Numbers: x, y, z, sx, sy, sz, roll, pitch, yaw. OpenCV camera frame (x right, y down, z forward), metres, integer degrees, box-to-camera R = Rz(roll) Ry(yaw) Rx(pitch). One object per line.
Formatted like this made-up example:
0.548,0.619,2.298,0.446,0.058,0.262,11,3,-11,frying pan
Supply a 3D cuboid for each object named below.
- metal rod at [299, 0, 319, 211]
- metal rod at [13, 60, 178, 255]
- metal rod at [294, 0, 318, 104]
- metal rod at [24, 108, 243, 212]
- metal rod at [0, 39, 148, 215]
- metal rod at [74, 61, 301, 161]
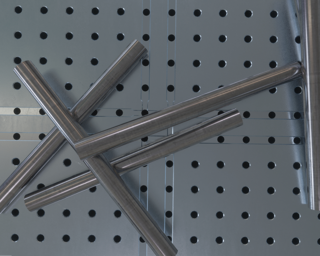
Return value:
0.197,-0.042,0.399,0.025,0.025,0.298,-5,96,0,metal rod
-0.079,0.042,0.386,0.025,0.025,0.300,-38,90,0,metal rod
0.218,-0.049,0.414,0.025,0.025,0.299,-12,90,0,metal rod
-0.034,0.042,0.413,0.301,0.025,0.025,-22,90,0,metal rod
-0.126,0.001,0.412,0.025,0.025,0.300,42,90,0,metal rod
0.043,-0.026,0.387,0.302,0.025,0.025,-21,90,-11,metal rod
